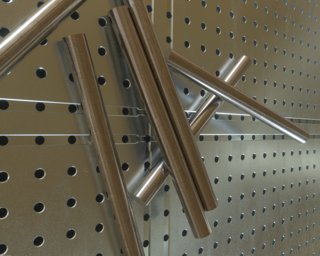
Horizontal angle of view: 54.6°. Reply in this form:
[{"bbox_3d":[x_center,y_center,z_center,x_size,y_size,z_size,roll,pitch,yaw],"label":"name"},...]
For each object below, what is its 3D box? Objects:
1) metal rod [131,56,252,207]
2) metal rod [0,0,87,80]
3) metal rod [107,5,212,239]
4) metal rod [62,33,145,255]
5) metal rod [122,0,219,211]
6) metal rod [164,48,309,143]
[{"bbox_3d":[0.059,-0.011,0.456,0.301,0.025,0.025,-50,120,-28],"label":"metal rod"},{"bbox_3d":[-0.120,-0.100,0.307,0.025,0.025,0.301,50,61,-29],"label":"metal rod"},{"bbox_3d":[0.003,-0.001,0.385,0.025,0.025,0.299,-27,99,-37],"label":"metal rod"},{"bbox_3d":[-0.058,0.045,0.359,0.025,0.025,0.298,-22,104,-38],"label":"metal rod"},{"bbox_3d":[0.014,-0.033,0.396,0.025,0.025,0.299,-27,100,-37],"label":"metal rod"},{"bbox_3d":[0.129,-0.039,0.475,0.302,0.025,0.025,24,75,-28],"label":"metal rod"}]
